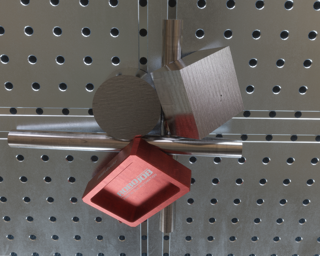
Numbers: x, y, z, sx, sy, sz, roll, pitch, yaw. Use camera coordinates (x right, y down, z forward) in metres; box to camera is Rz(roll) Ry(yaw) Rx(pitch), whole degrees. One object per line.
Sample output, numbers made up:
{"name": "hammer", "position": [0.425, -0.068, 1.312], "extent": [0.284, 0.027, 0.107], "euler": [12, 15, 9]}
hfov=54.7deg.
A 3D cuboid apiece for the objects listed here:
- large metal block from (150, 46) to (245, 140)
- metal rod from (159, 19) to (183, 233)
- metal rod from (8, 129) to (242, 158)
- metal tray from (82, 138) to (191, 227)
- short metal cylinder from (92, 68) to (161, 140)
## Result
{"name": "large metal block", "position": [0.046, -0.042, 0.364], "extent": [0.081, 0.050, 0.080], "euler": [-31, 113, -31]}
{"name": "metal rod", "position": [0.013, 0.011, 0.417], "extent": [0.025, 0.025, 0.298], "euler": [1, 110, -1]}
{"name": "metal rod", "position": [-0.049, 0.020, 0.402], "extent": [0.302, 0.025, 0.025], "euler": [2, 110, 6]}
{"name": "metal tray", "position": [-0.033, 0.077, 0.411], "extent": [0.090, 0.030, 0.129], "euler": [34, 127, -18]}
{"name": "short metal cylinder", "position": [-0.039, -0.032, 0.388], "extent": [0.081, 0.050, 0.079], "euler": [0, 110, 0]}
